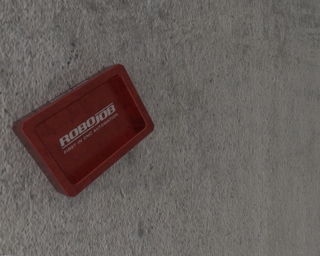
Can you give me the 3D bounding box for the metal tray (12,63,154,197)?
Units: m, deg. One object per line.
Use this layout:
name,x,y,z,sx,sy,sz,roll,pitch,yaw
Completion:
metal tray,-0.075,-0.001,0.337,0.131,0.030,0.090,-41,115,-32
